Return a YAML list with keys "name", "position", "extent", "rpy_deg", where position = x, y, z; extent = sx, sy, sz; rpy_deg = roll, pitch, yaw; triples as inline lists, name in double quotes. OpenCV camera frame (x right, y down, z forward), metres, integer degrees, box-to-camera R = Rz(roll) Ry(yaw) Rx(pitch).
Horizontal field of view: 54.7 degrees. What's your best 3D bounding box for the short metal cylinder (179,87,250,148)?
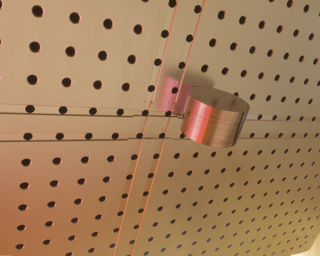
- name: "short metal cylinder"
  position: [0.070, -0.016, 0.406]
  extent: [0.081, 0.080, 0.050]
  rpy_deg: [-1, 119, -29]
